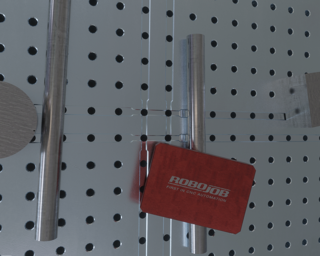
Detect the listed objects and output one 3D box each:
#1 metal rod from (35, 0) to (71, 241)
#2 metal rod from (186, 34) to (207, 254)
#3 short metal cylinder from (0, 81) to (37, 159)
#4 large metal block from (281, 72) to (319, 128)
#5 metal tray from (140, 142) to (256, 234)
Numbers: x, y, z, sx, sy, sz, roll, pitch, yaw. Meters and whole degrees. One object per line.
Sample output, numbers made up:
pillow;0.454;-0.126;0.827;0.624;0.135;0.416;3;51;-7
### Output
metal rod;-0.126;-0.020;0.366;0.025;0.025;0.298;3;89;-20
metal rod;0.051;0.022;0.431;0.025;0.025;0.298;-1;90;-20
short metal cylinder;-0.175;-0.009;0.335;0.081;0.050;0.079;0;90;-20
large metal block;0.246;-0.047;0.490;0.081;0.050;0.080;-10;94;-20
metal tray;0.048;0.076;0.403;0.131;0.030;0.090;14;90;-2
